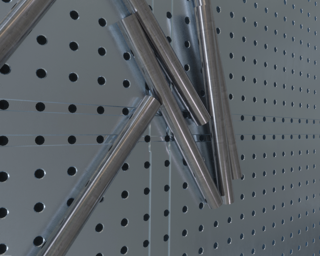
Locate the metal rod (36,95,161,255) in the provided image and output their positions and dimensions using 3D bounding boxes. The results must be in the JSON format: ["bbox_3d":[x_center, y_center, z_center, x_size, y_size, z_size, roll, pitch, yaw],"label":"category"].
[{"bbox_3d":[-0.082,0.083,0.339,0.025,0.025,0.300,46,62,-30],"label":"metal rod"}]

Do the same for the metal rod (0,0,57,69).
[{"bbox_3d":[-0.174,-0.023,0.262,0.025,0.025,0.300,42,65,-32],"label":"metal rod"}]

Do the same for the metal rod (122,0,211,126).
[{"bbox_3d":[-0.011,-0.125,0.398,0.025,0.025,0.299,-48,119,-29],"label":"metal rod"}]

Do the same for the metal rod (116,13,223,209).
[{"bbox_3d":[0.022,-0.008,0.426,0.025,0.025,0.299,-41,115,-32],"label":"metal rod"}]

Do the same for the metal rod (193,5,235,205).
[{"bbox_3d":[0.084,-0.027,0.467,0.025,0.025,0.298,-19,105,-38],"label":"metal rod"}]

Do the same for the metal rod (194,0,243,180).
[{"bbox_3d":[0.091,-0.063,0.483,0.025,0.025,0.298,-21,103,-38],"label":"metal rod"}]
